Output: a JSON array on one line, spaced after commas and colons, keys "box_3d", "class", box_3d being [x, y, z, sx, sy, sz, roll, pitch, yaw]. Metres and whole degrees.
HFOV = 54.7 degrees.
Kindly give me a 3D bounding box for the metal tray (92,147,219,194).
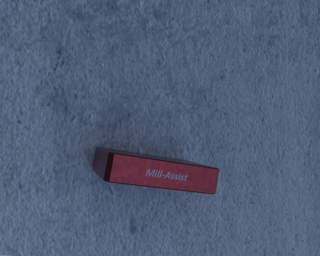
[{"box_3d": [-0.008, 0.050, 0.372, 0.131, 0.090, 0.030, 11, 87, -20], "class": "metal tray"}]
